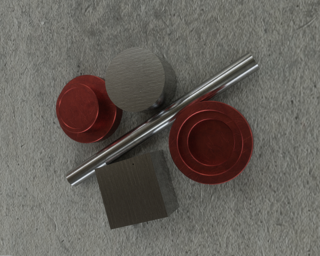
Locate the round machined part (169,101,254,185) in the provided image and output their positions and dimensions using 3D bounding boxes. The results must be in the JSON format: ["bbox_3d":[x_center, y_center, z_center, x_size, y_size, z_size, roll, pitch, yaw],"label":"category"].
[{"bbox_3d":[0.064,0.017,0.378,0.098,0.042,0.097,0,90,20],"label":"round machined part"}]

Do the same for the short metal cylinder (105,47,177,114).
[{"bbox_3d":[-0.023,-0.060,0.405,0.080,0.050,0.079,0,90,20],"label":"short metal cylinder"}]

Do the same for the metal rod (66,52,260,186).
[{"bbox_3d":[-0.008,-0.003,0.414,0.300,0.025,0.025,-33,80,16],"label":"metal rod"}]

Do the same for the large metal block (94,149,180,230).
[{"bbox_3d":[-0.029,0.079,0.408,0.080,0.050,0.080,-18,84,19],"label":"large metal block"}]

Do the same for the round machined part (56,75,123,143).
[{"bbox_3d":[-0.106,-0.027,0.438,0.098,0.042,0.097,0,90,20],"label":"round machined part"}]
